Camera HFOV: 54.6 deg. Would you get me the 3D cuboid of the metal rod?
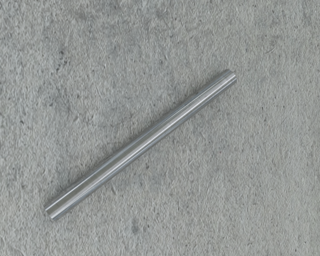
[{"bbox_3d":[-0.014,0.013,0.405,0.301,0.025,0.025,-37,102,-16],"label":"metal rod"}]
